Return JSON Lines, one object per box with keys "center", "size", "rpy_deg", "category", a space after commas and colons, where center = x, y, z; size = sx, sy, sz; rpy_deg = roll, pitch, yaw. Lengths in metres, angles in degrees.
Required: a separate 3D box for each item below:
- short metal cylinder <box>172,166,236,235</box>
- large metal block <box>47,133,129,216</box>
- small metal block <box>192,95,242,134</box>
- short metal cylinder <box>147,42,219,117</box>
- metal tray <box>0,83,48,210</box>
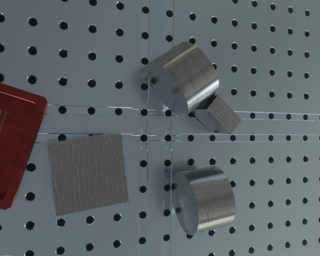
{"center": [0.054, 0.093, 0.403], "size": [0.050, 0.080, 0.079], "rpy_deg": [-7, 93, -20], "category": "short metal cylinder"}
{"center": [-0.087, 0.050, 0.367], "size": [0.081, 0.050, 0.079], "rpy_deg": [-7, 93, -20], "category": "large metal block"}
{"center": [0.074, -0.018, 0.425], "size": [0.050, 0.050, 0.025], "rpy_deg": [43, 77, -19], "category": "small metal block"}
{"center": [0.028, -0.061, 0.394], "size": [0.050, 0.080, 0.080], "rpy_deg": [-37, 102, -16], "category": "short metal cylinder"}
{"center": [-0.188, 0.015, 0.340], "size": [0.091, 0.030, 0.129], "rpy_deg": [19, 84, -19], "category": "metal tray"}
